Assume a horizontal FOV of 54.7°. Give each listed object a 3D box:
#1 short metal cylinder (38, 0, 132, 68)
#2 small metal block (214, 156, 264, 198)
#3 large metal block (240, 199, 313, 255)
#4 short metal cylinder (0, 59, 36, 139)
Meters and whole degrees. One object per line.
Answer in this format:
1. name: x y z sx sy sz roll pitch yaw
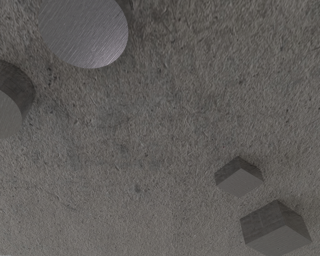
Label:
1. short metal cylinder: -0.069 -0.105 0.300 0.081 0.050 0.079 0 130 0
2. small metal block: 0.120 0.076 0.473 0.050 0.025 0.050 30 124 -24
3. large metal block: 0.203 0.181 0.547 0.080 0.050 0.080 34 122 -26
4. short metal cylinder: -0.194 -0.033 0.360 0.081 0.050 0.079 0 130 0
